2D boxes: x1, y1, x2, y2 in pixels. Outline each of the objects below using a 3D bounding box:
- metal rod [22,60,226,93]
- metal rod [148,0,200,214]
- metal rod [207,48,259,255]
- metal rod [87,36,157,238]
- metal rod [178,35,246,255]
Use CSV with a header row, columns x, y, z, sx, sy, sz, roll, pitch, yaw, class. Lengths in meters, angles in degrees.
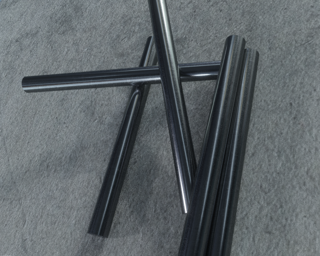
x,y,z,sx,sy,sz,roll,pitch,yaw,class
-0.054,-0.071,0.435,0.301,0.025,0.025,-2,60,13,metal rod
0.015,-0.048,0.383,0.025,0.025,0.299,-16,68,19,metal rod
0.079,0.037,0.339,0.025,0.025,0.300,2,62,28,metal rod
-0.041,-0.005,0.426,0.025,0.025,0.300,0,61,28,metal rod
0.057,0.024,0.331,0.025,0.025,0.299,3,64,29,metal rod
